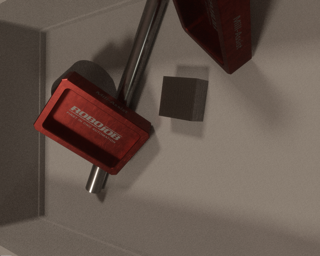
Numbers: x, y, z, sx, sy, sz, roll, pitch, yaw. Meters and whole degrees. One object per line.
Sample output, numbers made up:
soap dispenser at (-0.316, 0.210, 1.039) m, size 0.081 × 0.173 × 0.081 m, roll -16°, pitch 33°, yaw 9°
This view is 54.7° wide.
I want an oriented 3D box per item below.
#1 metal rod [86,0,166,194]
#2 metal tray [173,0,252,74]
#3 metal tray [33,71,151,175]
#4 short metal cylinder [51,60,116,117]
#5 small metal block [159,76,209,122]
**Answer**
metal rod at (-0.054, -0.037, 0.449) m, size 0.025 × 0.025 × 0.298 m, roll 33°, pitch 110°, yaw 35°
metal tray at (0.046, -0.118, 0.299) m, size 0.030 × 0.130 × 0.090 m, roll -38°, pitch 65°, yaw 2°
metal tray at (-0.089, -0.003, 0.417) m, size 0.130 × 0.030 × 0.090 m, roll 34°, pitch 116°, yaw -15°
short metal cylinder at (-0.112, -0.053, 0.461) m, size 0.050 × 0.081 × 0.080 m, roll -29°, pitch 72°, yaw 36°
small metal block at (0.029, -0.036, 0.382) m, size 0.050 × 0.025 × 0.050 m, roll 12°, pitch 97°, yaw 39°
